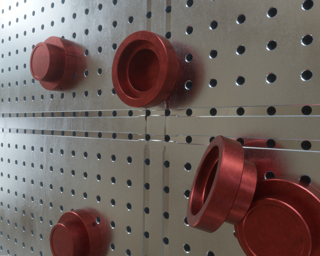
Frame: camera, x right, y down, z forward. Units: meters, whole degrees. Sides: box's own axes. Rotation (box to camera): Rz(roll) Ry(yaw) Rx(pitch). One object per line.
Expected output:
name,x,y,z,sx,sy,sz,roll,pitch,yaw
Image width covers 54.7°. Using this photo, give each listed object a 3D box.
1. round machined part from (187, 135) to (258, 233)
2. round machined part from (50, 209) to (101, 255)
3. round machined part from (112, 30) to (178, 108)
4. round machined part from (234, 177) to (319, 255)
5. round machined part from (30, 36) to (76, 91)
round machined part,0.065,0.060,0.320,0.042,0.098,0.097,20,106,-3
round machined part,-0.147,0.189,0.517,0.098,0.042,0.097,0,90,39
round machined part,-0.015,-0.075,0.409,0.098,0.042,0.097,0,90,39
round machined part,0.116,0.099,0.302,0.098,0.042,0.097,0,90,39
round machined part,-0.198,-0.117,0.558,0.098,0.042,0.097,0,90,39
